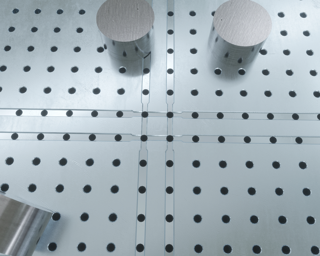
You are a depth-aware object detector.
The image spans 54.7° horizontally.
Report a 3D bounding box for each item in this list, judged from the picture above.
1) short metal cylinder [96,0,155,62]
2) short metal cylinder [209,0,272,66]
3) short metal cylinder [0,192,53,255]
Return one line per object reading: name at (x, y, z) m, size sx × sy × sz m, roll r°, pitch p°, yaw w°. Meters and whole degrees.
short metal cylinder at (-0.048, -0.144, 0.451) m, size 0.081 × 0.050 × 0.080 m, roll 0°, pitch 70°, yaw 0°
short metal cylinder at (0.114, -0.138, 0.449) m, size 0.081 × 0.050 × 0.080 m, roll 0°, pitch 70°, yaw 0°
short metal cylinder at (-0.169, 0.103, 0.343) m, size 0.080 × 0.080 × 0.050 m, roll 20°, pitch 71°, yaw 7°
